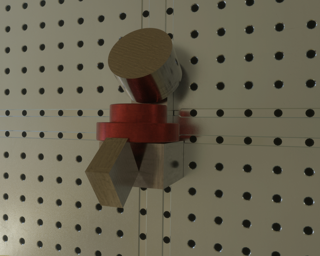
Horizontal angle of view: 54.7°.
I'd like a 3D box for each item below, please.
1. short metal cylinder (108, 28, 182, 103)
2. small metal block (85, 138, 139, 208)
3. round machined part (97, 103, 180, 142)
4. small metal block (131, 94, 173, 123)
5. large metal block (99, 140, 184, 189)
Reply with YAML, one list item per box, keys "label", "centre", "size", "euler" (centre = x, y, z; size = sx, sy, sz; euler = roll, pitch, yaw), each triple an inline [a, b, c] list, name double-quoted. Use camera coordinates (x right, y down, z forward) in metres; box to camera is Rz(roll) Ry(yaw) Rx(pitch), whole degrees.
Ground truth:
- label: "short metal cylinder"
  centre: [-0.017, -0.078, 0.387]
  size: [0.080, 0.050, 0.080]
  euler: [-8, 58, 14]
- label: "small metal block"
  centre: [-0.047, 0.045, 0.318]
  size: [0.025, 0.050, 0.050]
  euler: [1, 129, 19]
- label: "round machined part"
  centre: [-0.026, -0.007, 0.371]
  size: [0.098, 0.098, 0.042]
  euler: [1, 91, 19]
- label: "small metal block"
  centre: [-0.010, -0.031, 0.414]
  size: [0.050, 0.025, 0.050]
  euler: [1, 90, 19]
- label: "large metal block"
  centre: [-0.020, 0.041, 0.389]
  size: [0.080, 0.080, 0.050]
  euler: [1, 91, 19]
